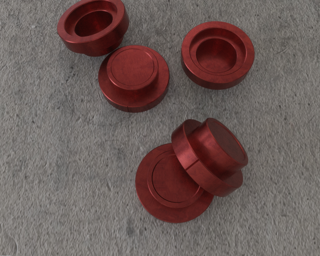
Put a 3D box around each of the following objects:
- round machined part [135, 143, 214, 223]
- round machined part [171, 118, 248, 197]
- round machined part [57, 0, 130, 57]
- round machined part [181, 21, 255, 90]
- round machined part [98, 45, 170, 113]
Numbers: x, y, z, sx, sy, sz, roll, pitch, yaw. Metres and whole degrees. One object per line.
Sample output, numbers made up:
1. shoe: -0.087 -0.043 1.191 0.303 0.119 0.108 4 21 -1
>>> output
1. round machined part: 0.019 0.064 0.376 0.099 0.042 0.098 0 70 0
2. round machined part: 0.063 0.026 0.358 0.042 0.099 0.098 -43 72 25
3. round machined part: -0.090 -0.140 0.440 0.098 0.042 0.098 -7 56 10
4. round machined part: 0.078 -0.097 0.435 0.099 0.042 0.098 0 70 0
5. round machined part: -0.036 -0.074 0.426 0.099 0.042 0.098 0 70 0
